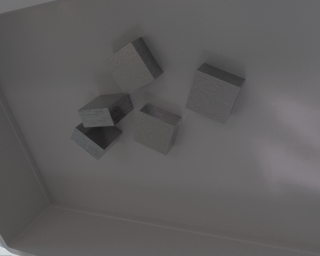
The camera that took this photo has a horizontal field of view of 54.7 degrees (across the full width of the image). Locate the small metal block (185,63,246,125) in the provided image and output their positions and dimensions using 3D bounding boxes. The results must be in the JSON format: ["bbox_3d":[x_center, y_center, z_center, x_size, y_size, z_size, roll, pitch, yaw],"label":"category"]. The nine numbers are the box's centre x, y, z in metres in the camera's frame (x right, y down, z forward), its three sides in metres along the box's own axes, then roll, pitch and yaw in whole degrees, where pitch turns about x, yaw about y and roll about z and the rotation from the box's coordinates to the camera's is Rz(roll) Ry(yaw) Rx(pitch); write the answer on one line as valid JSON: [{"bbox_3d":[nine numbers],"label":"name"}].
[{"bbox_3d":[0.062,-0.039,0.352,0.050,0.025,0.050,25,127,13],"label":"small metal block"}]

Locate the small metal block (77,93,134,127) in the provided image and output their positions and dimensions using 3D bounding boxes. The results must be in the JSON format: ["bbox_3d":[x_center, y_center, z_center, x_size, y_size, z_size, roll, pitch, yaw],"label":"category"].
[{"bbox_3d":[-0.072,-0.025,0.415,0.050,0.050,0.025,-3,117,29],"label":"small metal block"}]

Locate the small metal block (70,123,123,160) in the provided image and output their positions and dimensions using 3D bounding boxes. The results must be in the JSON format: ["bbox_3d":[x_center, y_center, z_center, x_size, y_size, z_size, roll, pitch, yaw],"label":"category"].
[{"bbox_3d":[-0.090,0.010,0.447,0.050,0.050,0.025,38,129,3],"label":"small metal block"}]

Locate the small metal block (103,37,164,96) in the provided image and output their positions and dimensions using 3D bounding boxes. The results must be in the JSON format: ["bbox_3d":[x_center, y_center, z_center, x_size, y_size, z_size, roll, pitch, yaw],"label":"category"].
[{"bbox_3d":[-0.033,-0.075,0.380,0.050,0.025,0.050,-23,106,36],"label":"small metal block"}]

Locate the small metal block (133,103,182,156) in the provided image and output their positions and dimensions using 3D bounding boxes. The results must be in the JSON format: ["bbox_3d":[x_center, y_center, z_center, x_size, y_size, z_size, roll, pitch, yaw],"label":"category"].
[{"bbox_3d":[-0.004,0.001,0.412,0.050,0.025,0.050,24,127,13],"label":"small metal block"}]
